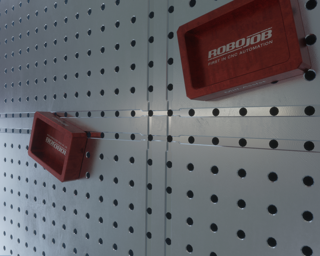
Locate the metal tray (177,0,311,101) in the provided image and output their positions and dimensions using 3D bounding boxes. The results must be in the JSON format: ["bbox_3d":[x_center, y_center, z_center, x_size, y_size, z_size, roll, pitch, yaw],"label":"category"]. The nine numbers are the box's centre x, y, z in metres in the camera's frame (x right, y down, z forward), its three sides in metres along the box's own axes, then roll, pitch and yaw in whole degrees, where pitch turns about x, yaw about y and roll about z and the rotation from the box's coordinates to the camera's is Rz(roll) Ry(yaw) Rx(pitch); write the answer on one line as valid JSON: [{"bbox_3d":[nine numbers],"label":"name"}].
[{"bbox_3d":[0.084,-0.088,0.337,0.130,0.030,0.090,-13,82,39],"label":"metal tray"}]

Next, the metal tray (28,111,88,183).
[{"bbox_3d":[-0.190,0.031,0.564,0.130,0.030,0.089,24,105,37],"label":"metal tray"}]
